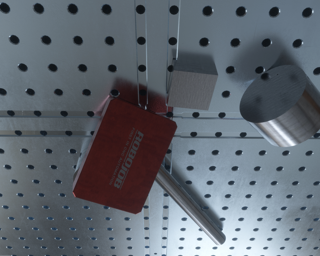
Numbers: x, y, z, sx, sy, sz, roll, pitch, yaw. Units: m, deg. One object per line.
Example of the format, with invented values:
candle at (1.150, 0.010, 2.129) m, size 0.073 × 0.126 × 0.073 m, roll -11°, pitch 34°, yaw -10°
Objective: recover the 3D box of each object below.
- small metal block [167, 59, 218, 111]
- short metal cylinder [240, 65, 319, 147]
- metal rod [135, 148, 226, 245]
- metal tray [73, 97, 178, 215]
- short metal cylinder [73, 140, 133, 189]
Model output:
small metal block at (0.037, -0.051, 0.369) m, size 0.050 × 0.025 × 0.050 m, roll 6°, pitch 130°, yaw -5°
short metal cylinder at (0.140, -0.025, 0.356) m, size 0.080 × 0.080 × 0.050 m, roll -36°, pitch 122°, yaw 26°
metal rod at (0.037, 0.116, 0.510) m, size 0.025 × 0.025 × 0.300 m, roll -25°, pitch 126°, yaw 19°
metal tray at (-0.045, 0.035, 0.395) m, size 0.091 × 0.030 × 0.129 m, roll 22°, pitch 94°, yaw -18°
short metal cylinder at (-0.078, 0.058, 0.444) m, size 0.081 × 0.050 × 0.079 m, roll 0°, pitch 130°, yaw 0°
